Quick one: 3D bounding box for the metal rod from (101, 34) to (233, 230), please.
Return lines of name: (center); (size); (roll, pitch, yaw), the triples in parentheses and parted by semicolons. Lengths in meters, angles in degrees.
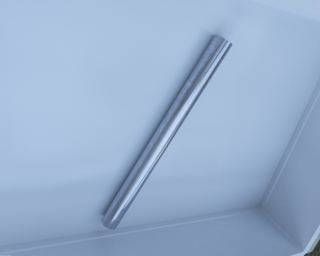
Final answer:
metal rod: (0.002, 0.015, 0.415); (0.025, 0.025, 0.299); (22, 107, -36)
